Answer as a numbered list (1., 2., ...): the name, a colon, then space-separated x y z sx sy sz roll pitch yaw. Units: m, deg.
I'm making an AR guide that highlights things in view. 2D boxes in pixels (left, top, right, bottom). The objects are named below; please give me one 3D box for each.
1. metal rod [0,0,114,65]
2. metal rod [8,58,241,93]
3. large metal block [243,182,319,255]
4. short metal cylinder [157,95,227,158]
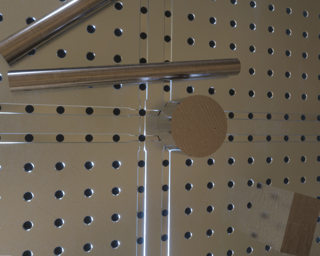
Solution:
1. metal rod: -0.065 -0.172 0.388 0.301 0.025 0.025 -39 103 -16
2. metal rod: -0.029 -0.071 0.402 0.303 0.025 0.025 -8 93 -20
3. large metal block: 0.175 0.130 0.450 0.050 0.080 0.080 18 84 -20
4. short metal cylinder: 0.042 -0.002 0.416 0.081 0.050 0.079 0 90 -21
